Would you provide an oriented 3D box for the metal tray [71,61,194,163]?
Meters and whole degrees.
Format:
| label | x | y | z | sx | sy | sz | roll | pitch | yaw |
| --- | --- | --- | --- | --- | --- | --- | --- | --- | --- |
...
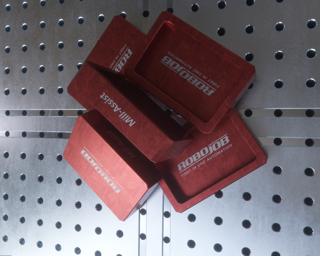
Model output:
| label | x | y | z | sx | sy | sz | roll | pitch | yaw |
| --- | --- | --- | --- | --- | --- | --- | --- | --- | --- |
| metal tray | -0.028 | -0.019 | 0.354 | 0.130 | 0.090 | 0.030 | 42 | 103 | 14 |

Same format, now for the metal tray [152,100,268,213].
| label | x | y | z | sx | sy | sz | roll | pitch | yaw |
| --- | --- | --- | --- | --- | --- | --- | --- | --- | --- |
| metal tray | 0.055 | 0.036 | 0.389 | 0.130 | 0.030 | 0.090 | -35 | 79 | 16 |

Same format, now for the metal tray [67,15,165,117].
| label | x | y | z | sx | sy | sz | roll | pitch | yaw |
| --- | --- | --- | --- | --- | --- | --- | --- | --- | --- |
| metal tray | -0.058 | -0.076 | 0.428 | 0.090 | 0.030 | 0.130 | 40 | 102 | 15 |

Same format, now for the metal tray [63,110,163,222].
| label | x | y | z | sx | sy | sz | roll | pitch | yaw |
| --- | --- | --- | --- | --- | --- | --- | --- | --- | --- |
| metal tray | -0.068 | 0.050 | 0.413 | 0.130 | 0.030 | 0.089 | 44 | 129 | 14 |

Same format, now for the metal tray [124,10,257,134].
| label | x | y | z | sx | sy | sz | roll | pitch | yaw |
| --- | --- | --- | --- | --- | --- | --- | --- | --- | --- |
| metal tray | 0.034 | -0.065 | 0.365 | 0.130 | 0.030 | 0.090 | 38 | 102 | 15 |
